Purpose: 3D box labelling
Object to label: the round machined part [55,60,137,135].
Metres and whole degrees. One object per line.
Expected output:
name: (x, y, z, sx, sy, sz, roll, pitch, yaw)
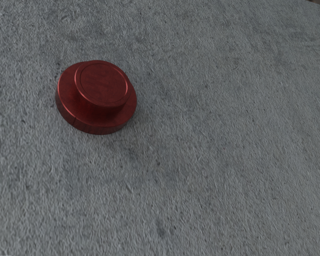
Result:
round machined part: (-0.074, -0.044, 0.380, 0.099, 0.042, 0.098, 13, 56, -21)
